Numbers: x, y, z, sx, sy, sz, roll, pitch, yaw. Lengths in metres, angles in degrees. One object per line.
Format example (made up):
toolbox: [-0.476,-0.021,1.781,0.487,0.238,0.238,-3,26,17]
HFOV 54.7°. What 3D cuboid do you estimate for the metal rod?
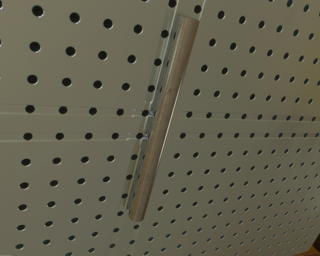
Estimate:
metal rod: [-0.001,0.005,0.415,0.025,0.025,0.298,0,118,-29]
